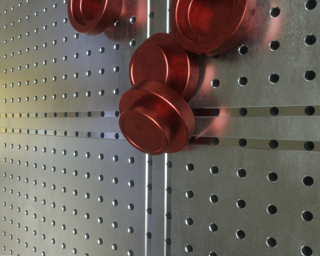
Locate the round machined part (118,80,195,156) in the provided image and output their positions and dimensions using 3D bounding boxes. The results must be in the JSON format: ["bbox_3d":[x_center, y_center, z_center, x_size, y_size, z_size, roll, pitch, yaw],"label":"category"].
[{"bbox_3d":[-0.011,-0.005,0.376,0.098,0.042,0.097,22,139,21],"label":"round machined part"}]

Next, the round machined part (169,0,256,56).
[{"bbox_3d":[0.061,-0.130,0.348,0.098,0.042,0.097,0,90,40],"label":"round machined part"}]

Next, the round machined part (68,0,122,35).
[{"bbox_3d":[-0.097,-0.192,0.480,0.098,0.042,0.097,0,90,40],"label":"round machined part"}]

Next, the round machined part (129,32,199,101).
[{"bbox_3d":[-0.002,-0.072,0.395,0.098,0.042,0.097,6,99,42],"label":"round machined part"}]
